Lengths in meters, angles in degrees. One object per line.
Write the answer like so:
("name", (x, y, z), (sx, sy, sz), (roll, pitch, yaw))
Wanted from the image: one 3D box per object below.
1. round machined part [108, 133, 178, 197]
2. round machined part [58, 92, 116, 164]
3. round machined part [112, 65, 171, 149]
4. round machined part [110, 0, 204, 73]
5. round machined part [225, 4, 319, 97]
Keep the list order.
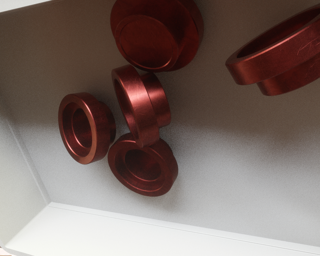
("round machined part", (-0.020, 0.046, 0.432), (0.098, 0.042, 0.097), (14, 129, 19))
("round machined part", (-0.098, -0.002, 0.432), (0.098, 0.042, 0.097), (16, 113, 42))
("round machined part", (-0.020, -0.028, 0.365), (0.098, 0.042, 0.098), (160, 89, -78))
("round machined part", (-0.007, -0.097, 0.322), (0.098, 0.042, 0.097), (15, 143, 12))
("round machined part", (0.110, -0.063, 0.265), (0.098, 0.098, 0.042), (-24, 105, 36))
